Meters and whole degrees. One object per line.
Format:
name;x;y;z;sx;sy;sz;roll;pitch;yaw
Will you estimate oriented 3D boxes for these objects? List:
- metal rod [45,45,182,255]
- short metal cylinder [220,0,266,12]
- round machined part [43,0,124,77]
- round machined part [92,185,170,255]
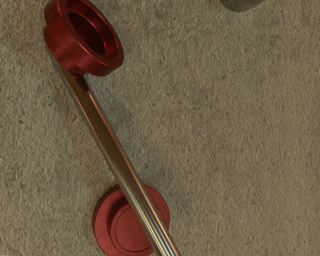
metal rod;-0.052;0.032;0.358;0.025;0.025;0.299;-28;88;-18
short metal cylinder;0.124;-0.214;0.442;0.081;0.050;0.080;0;90;-20
round machined part;-0.089;-0.099;0.348;0.042;0.098;0.098;-30;103;24
round machined part;-0.033;0.120;0.388;0.099;0.042;0.097;0;90;-20
